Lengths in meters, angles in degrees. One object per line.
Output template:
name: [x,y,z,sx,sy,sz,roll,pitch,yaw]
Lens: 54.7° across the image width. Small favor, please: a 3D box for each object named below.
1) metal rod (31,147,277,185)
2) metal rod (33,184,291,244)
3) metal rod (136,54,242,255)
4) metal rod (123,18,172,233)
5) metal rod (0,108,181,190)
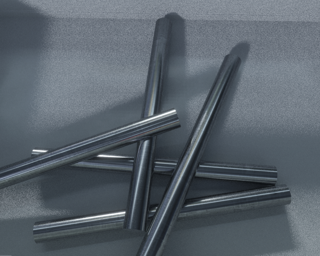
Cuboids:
metal rod: [-0.008,0.048,0.390,0.302,0.025,0.025,4,70,1]
metal rod: [0.006,0.102,0.371,0.302,0.025,0.025,-8,70,-4]
metal rod: [0.044,0.023,0.379,0.025,0.025,0.300,23,64,8]
metal rod: [-0.011,-0.023,0.398,0.025,0.025,0.299,6,64,2]
metal rod: [-0.122,0.036,0.367,0.302,0.025,0.025,-19,71,-2]
